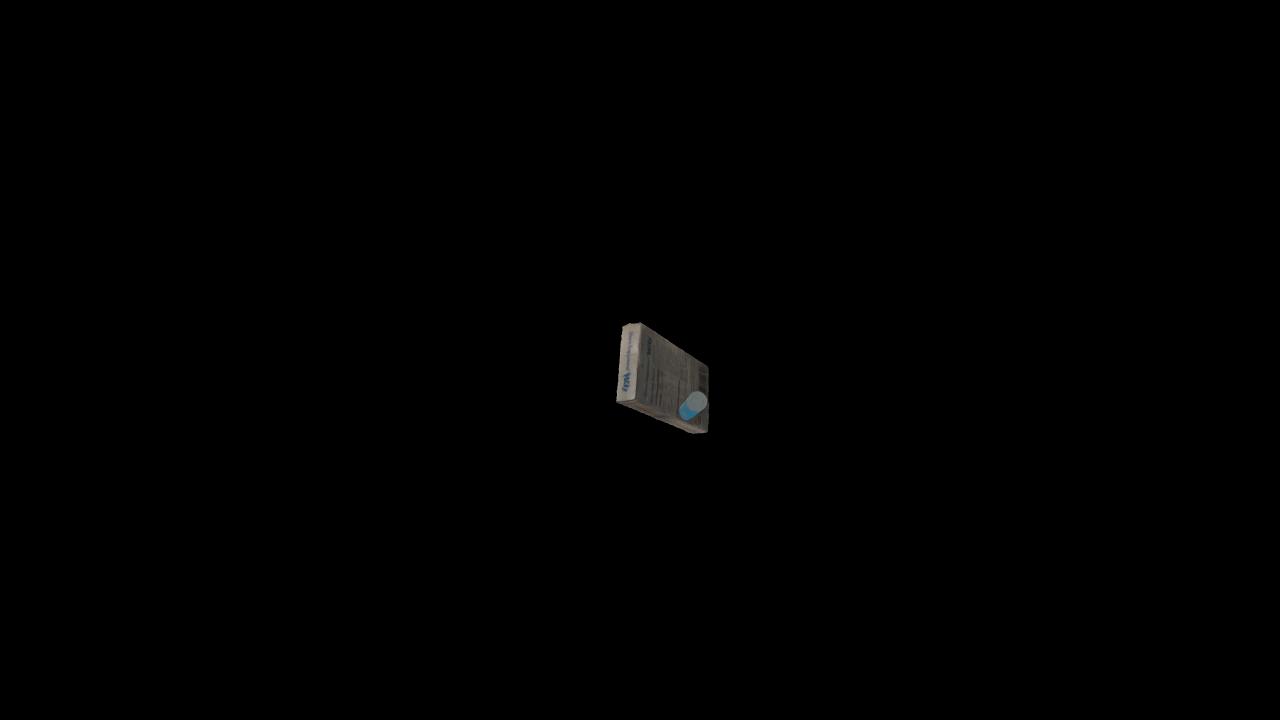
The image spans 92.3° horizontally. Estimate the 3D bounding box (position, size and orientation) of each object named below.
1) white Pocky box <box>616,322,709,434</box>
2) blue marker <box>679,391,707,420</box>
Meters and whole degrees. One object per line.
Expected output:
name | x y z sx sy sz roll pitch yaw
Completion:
white Pocky box | 0.030 0.025 0.667 0.028 0.084 0.154 -8 -22 32
blue marker | 0.051 0.051 0.638 0.020 0.020 0.121 0 -12 -3
